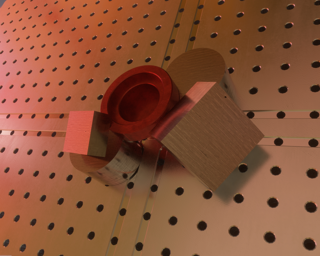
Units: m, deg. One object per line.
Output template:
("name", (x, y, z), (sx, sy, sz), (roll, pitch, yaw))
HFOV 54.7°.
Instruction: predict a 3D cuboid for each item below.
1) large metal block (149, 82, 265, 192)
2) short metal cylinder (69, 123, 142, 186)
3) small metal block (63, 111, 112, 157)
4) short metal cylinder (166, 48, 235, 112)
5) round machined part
("large metal block", (0.049, 0.007, 0.334), (0.080, 0.080, 0.050), (-47, 17, -5))
("short metal cylinder", (-0.071, 0.030, 0.411), (0.080, 0.050, 0.080), (-13, 56, 21))
("small metal block", (-0.087, 0.007, 0.370), (0.050, 0.025, 0.050), (2, 81, 42))
("short metal cylinder", (0.051, -0.056, 0.399), (0.080, 0.050, 0.080), (-13, 56, 21))
("round machined part", (-0.022, -0.027, 0.387), (0.098, 0.042, 0.098), (-13, 56, 21))
